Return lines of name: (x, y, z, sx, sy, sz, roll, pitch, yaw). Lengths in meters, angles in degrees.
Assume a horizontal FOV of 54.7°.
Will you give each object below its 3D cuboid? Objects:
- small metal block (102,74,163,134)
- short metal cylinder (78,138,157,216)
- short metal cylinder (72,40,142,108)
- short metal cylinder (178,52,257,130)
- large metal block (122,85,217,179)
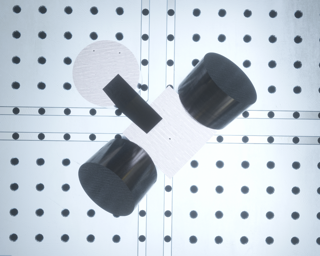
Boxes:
small metal block: (-0.031, -0.027, 0.347, 0.025, 0.050, 0.050, -45, 47, 2)
short metal cylinder: (-0.051, 0.059, 0.376, 0.080, 0.050, 0.079, 18, 130, 23)
short metal cylinder: (-0.065, -0.066, 0.397, 0.081, 0.050, 0.079, 0, 90, 0)
short metal cylinder: (0.069, -0.045, 0.376, 0.080, 0.080, 0.050, 43, 129, 0)
large metal block: (0.012, 0.005, 0.395, 0.080, 0.050, 0.080, 44, 90, 0)
